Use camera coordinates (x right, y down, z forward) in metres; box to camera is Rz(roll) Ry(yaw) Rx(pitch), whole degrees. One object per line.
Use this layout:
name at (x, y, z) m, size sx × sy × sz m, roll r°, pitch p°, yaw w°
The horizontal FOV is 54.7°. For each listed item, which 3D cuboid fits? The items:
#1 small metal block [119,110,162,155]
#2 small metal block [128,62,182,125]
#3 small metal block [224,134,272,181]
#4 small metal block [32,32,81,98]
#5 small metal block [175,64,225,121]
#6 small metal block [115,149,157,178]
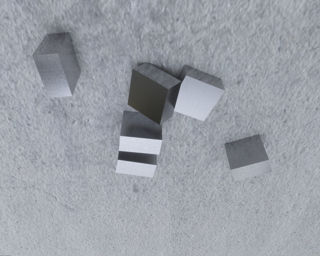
small metal block at (-0.024, 0.005, 0.395) m, size 0.050 × 0.050 × 0.025 m, roll 6°, pitch 130°, yaw -6°
small metal block at (-0.008, -0.040, 0.356) m, size 0.050 × 0.025 × 0.050 m, roll 33°, pitch 133°, yaw 22°
small metal block at (0.121, 0.040, 0.427) m, size 0.050 × 0.050 × 0.025 m, roll -17°, pitch 128°, yaw 14°
small metal block at (-0.108, -0.068, 0.332) m, size 0.025 × 0.050 × 0.050 m, roll -4°, pitch 130°, yaw 3°
small metal block at (0.042, -0.041, 0.373) m, size 0.050 × 0.025 × 0.050 m, roll 18°, pitch 128°, yaw -16°
small metal block at (-0.032, 0.037, 0.422) m, size 0.050 × 0.050 × 0.025 m, roll 9°, pitch 129°, yaw -8°
